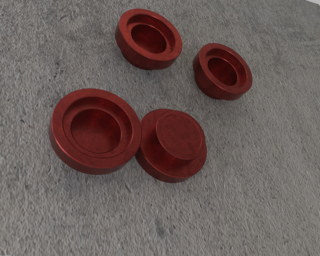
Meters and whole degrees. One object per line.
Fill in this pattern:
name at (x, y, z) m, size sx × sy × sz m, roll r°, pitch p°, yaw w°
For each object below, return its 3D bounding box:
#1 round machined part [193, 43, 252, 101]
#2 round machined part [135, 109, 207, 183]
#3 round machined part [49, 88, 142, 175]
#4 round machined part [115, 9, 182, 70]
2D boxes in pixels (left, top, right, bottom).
round machined part at (0.095, -0.084, 0.495) m, size 0.099 × 0.042 × 0.098 m, roll 14°, pitch 56°, yaw -21°
round machined part at (0.018, 0.016, 0.392) m, size 0.099 × 0.042 × 0.098 m, roll 14°, pitch 56°, yaw -21°
round machined part at (-0.074, 0.007, 0.349) m, size 0.099 × 0.042 × 0.098 m, roll 14°, pitch 56°, yaw -21°
round machined part at (-0.020, -0.125, 0.458) m, size 0.099 × 0.042 × 0.098 m, roll 14°, pitch 56°, yaw -21°
